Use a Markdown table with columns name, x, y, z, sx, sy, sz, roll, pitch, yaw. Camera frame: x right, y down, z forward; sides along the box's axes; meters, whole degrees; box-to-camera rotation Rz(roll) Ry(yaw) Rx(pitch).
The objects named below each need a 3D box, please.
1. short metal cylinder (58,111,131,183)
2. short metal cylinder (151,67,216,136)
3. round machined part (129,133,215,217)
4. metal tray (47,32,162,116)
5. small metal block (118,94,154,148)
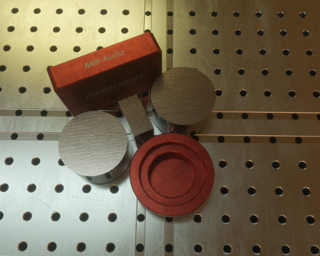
| name | x | y | z | sx | sy | sz | roll | pitch | yaw |
| --- | --- | --- | --- | --- | --- | --- | --- | --- | --- |
| short metal cylinder | -0.078 | 0.025 | 0.385 | 0.081 | 0.050 | 0.080 | 0 | 70 | 0 |
| short metal cylinder | 0.029 | -0.033 | 0.407 | 0.081 | 0.050 | 0.080 | 0 | 70 | 0 |
| round machined part | 0.014 | 0.058 | 0.377 | 0.099 | 0.042 | 0.098 | 0 | 70 | 0 |
| metal tray | -0.063 | -0.064 | 0.395 | 0.131 | 0.090 | 0.030 | -22 | 72 | -8 |
| small metal block | -0.029 | -0.008 | 0.396 | 0.025 | 0.050 | 0.050 | -24 | 72 | -8 |
